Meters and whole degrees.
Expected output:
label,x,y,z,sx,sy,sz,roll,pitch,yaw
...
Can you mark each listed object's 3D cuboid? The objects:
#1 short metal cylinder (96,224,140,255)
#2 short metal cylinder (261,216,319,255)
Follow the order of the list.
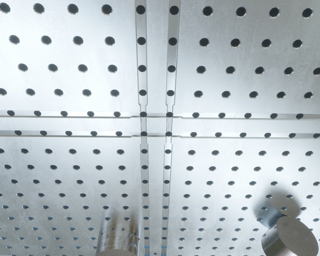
label,x,y,z,sx,sy,sz,roll,pitch,yaw
short metal cylinder,-0.079,0.226,0.587,0.081,0.050,0.079,0,130,0
short metal cylinder,0.231,0.206,0.554,0.081,0.080,0.050,15,129,-13
